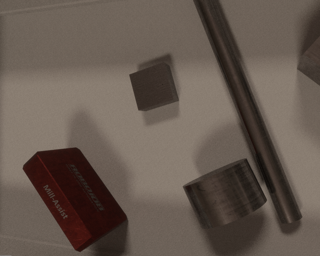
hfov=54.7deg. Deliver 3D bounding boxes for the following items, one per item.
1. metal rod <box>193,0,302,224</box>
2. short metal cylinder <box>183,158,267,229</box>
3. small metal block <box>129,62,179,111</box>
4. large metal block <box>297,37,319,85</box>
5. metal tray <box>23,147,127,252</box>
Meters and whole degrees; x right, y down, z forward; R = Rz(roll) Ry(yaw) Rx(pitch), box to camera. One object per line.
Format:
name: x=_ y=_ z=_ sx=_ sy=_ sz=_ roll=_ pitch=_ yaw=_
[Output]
metal rod: x=0.101 y=-0.034 z=0.374 sx=0.025 sy=0.025 sz=0.299 roll=-22 pitch=83 yaw=18
short metal cylinder: x=0.073 y=0.074 z=0.355 sx=0.080 sy=0.080 sz=0.050 roll=-27 pitch=81 yaw=18
small metal block: x=-0.008 y=-0.054 z=0.412 sx=0.050 sy=0.025 sz=0.050 roll=-16 pitch=85 yaw=19
large metal block: x=0.191 y=-0.083 z=0.314 sx=0.050 sy=0.080 sz=0.080 roll=43 pitch=103 yaw=14
metal tray: x=-0.110 y=0.088 z=0.413 sx=0.030 sy=0.090 sz=0.130 roll=-42 pitch=77 yaw=15
